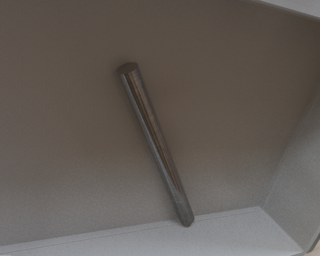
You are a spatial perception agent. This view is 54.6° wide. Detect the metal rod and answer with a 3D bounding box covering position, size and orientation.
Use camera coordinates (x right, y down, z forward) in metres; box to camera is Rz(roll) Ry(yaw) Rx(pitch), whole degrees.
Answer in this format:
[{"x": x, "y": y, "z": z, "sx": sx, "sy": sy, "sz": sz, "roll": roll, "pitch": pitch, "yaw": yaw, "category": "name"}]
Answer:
[{"x": 0.005, "y": 0.044, "z": 0.437, "sx": 0.025, "sy": 0.025, "sz": 0.299, "roll": -29, "pitch": 128, "yaw": -10, "category": "metal rod"}]
